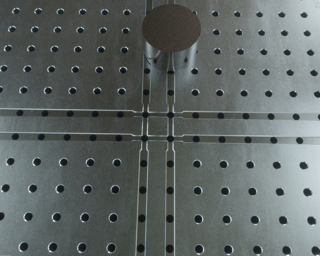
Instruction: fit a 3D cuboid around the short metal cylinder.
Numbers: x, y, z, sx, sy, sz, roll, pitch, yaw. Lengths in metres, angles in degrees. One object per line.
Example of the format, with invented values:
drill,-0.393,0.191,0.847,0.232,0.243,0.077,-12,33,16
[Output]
short metal cylinder,0.016,-0.129,0.446,0.080,0.050,0.080,0,70,0
